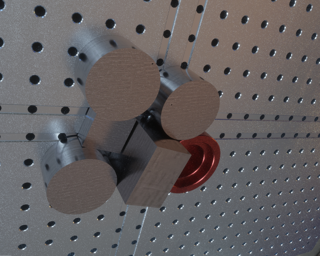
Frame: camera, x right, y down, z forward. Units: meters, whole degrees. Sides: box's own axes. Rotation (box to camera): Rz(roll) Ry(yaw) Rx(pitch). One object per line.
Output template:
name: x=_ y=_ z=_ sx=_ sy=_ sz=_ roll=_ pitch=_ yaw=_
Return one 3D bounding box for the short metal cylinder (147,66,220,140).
short metal cylinder: x=0.027 y=-0.032 z=0.390 sx=0.081 sy=0.050 sz=0.079 roll=-14 pitch=124 yaw=-21

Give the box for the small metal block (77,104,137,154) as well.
small metal block: x=-0.064 y=0.000 z=0.375 sx=0.050 sy=0.025 sz=0.050 roll=16 pitch=110 yaw=-35

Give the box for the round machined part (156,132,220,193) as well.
round machined part: x=0.034 y=0.042 z=0.444 sx=0.099 sy=0.042 sz=0.097 roll=-14 pitch=124 yaw=-21

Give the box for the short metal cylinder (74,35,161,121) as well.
short metal cylinder: x=-0.047 y=-0.054 z=0.336 sx=0.081 sy=0.050 sz=0.079 roll=-14 pitch=124 yaw=-21

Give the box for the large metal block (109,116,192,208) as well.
large metal block: x=-0.018 y=0.040 z=0.386 sx=0.050 sy=0.080 sz=0.080 roll=17 pitch=110 yaw=-35

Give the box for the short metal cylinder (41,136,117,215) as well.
short metal cylinder: x=-0.099 y=0.057 z=0.376 sx=0.081 sy=0.050 sz=0.079 roll=-14 pitch=124 yaw=-21
